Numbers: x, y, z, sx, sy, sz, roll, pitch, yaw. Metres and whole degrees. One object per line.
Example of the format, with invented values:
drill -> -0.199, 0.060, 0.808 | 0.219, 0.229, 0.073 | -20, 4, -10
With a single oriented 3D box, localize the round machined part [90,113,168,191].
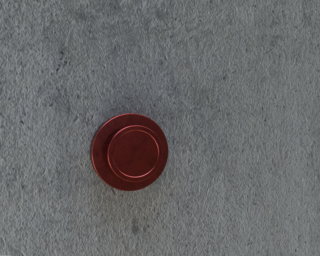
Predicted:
round machined part -> -0.035, 0.030, 0.387 | 0.099, 0.042, 0.097 | 0, 90, -20
